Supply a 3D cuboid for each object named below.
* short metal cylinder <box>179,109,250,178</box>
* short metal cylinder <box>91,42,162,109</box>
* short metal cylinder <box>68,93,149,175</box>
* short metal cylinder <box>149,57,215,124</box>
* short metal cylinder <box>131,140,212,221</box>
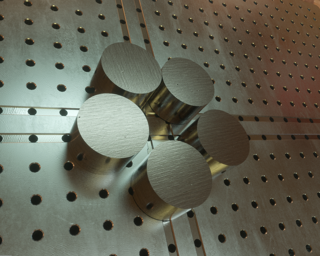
[{"bbox_3d":[0.072,0.022,0.416,0.081,0.050,0.080,13,57,-22],"label":"short metal cylinder"},{"bbox_3d":[-0.045,-0.065,0.407,0.081,0.050,0.080,14,56,-21],"label":"short metal cylinder"},{"bbox_3d":[-0.059,0.007,0.355,0.081,0.050,0.080,13,56,-21],"label":"short metal cylinder"},{"bbox_3d":[0.029,-0.052,0.438,0.081,0.050,0.080,13,57,-21],"label":"short metal cylinder"},{"bbox_3d":[0.013,0.061,0.360,0.081,0.050,0.080,13,56,-20],"label":"short metal cylinder"}]
